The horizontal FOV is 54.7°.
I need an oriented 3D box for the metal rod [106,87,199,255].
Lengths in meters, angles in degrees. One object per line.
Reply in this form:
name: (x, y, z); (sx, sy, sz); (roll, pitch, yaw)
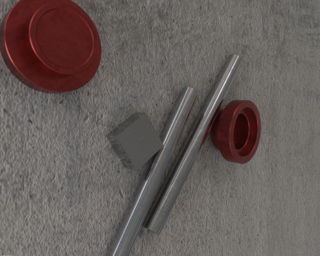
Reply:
metal rod: (-0.016, 0.077, 0.391); (0.025, 0.025, 0.300); (38, 67, -34)

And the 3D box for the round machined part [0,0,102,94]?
round machined part: (-0.101, -0.085, 0.308); (0.099, 0.042, 0.097); (0, 90, -40)

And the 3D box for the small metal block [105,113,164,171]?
small metal block: (-0.030, 0.016, 0.380); (0.050, 0.025, 0.050); (-41, 115, -32)

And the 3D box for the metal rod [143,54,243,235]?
metal rod: (0.056, 0.010, 0.451); (0.025, 0.025, 0.300); (43, 64, -32)

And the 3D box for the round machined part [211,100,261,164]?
round machined part: (0.116, 0.005, 0.485); (0.099, 0.042, 0.097); (-7, 100, -46)
